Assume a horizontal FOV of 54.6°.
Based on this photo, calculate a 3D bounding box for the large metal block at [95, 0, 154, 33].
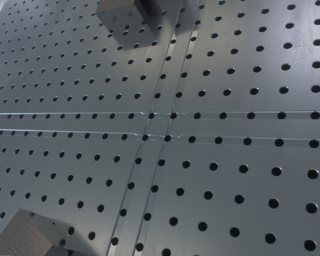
[{"bbox_3d":[-0.061,-0.227,0.565,0.080,0.050,0.080,-3,60,27],"label":"large metal block"}]

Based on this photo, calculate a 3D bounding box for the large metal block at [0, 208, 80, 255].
[{"bbox_3d":[-0.161,0.159,0.380,0.080,0.050,0.080,27,76,37],"label":"large metal block"}]

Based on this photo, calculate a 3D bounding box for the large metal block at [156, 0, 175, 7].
[{"bbox_3d":[0.005,-0.278,0.542,0.050,0.080,0.080,-14,56,21],"label":"large metal block"}]
